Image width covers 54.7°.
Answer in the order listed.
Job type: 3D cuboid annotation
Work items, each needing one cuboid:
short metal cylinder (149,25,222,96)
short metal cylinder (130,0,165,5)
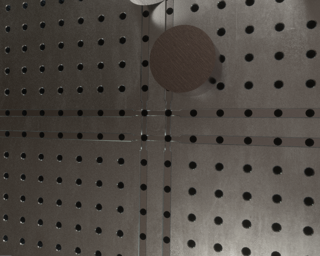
[{"bbox_3d":[0.034,-0.081,0.387,0.080,0.050,0.079,0,90,19],"label":"short metal cylinder"},{"bbox_3d":[-0.011,-0.200,0.386,0.080,0.080,0.050,-23,83,18],"label":"short metal cylinder"}]
